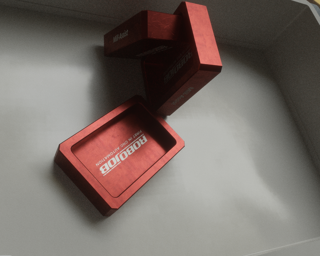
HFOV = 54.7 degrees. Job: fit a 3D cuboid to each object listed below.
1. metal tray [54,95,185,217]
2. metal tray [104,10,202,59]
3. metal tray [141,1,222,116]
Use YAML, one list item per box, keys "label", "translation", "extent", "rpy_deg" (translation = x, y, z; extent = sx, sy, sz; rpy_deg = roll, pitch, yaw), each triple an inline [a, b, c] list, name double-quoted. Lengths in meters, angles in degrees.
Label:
- label: "metal tray"
  translation: [-0.042, 0.026, 0.363]
  extent: [0.090, 0.030, 0.131]
  rpy_deg: [47, 51, 5]
- label: "metal tray"
  translation: [-0.010, -0.115, 0.404]
  extent: [0.091, 0.130, 0.030]
  rpy_deg: [-2, 94, -29]
- label: "metal tray"
  translation: [0.019, -0.080, 0.391]
  extent: [0.030, 0.129, 0.090]
  rpy_deg: [0, 69, -28]
